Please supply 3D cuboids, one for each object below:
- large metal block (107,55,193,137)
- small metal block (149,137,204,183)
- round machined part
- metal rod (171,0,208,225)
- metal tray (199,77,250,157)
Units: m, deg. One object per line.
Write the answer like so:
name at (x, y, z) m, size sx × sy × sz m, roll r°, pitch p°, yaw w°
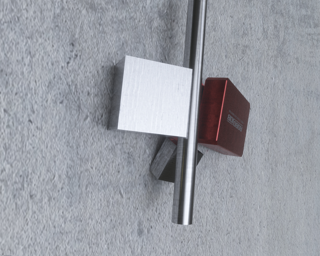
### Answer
large metal block at (-0.013, -0.033, 0.365) m, size 0.081 × 0.050 × 0.080 m, roll 7°, pitch 85°, yaw -22°
small metal block at (0.022, 0.045, 0.412) m, size 0.050 × 0.025 × 0.050 m, roll 20°, pitch 103°, yaw -38°
round machined part at (0.040, -0.025, 0.428) m, size 0.099 × 0.042 × 0.097 m, roll 0°, pitch 90°, yaw -40°
metal rod at (0.038, -0.036, 0.383) m, size 0.025 × 0.025 × 0.298 m, roll 10°, pitch 82°, yaw -40°
metal tray at (0.097, -0.011, 0.455) m, size 0.130 × 0.030 × 0.090 m, roll 24°, pitch 75°, yaw -59°
